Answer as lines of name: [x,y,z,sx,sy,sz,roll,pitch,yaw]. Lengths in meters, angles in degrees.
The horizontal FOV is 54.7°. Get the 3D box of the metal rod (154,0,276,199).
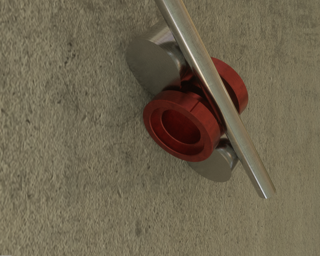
metal rod: [0.075,-0.026,0.367,0.025,0.025,0.299,-48,119,-29]

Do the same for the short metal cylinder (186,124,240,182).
short metal cylinder: [0.077,0.030,0.437,0.050,0.080,0.080,-47,118,-30]

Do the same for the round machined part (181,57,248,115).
round machined part: [0.064,-0.043,0.414,0.042,0.098,0.098,-45,117,-26]

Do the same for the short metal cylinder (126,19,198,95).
short metal cylinder: [0.006,-0.084,0.377,0.050,0.080,0.080,-47,118,-30]

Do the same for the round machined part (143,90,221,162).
round machined part: [0.031,-0.007,0.385,0.042,0.098,0.098,-49,120,-33]
